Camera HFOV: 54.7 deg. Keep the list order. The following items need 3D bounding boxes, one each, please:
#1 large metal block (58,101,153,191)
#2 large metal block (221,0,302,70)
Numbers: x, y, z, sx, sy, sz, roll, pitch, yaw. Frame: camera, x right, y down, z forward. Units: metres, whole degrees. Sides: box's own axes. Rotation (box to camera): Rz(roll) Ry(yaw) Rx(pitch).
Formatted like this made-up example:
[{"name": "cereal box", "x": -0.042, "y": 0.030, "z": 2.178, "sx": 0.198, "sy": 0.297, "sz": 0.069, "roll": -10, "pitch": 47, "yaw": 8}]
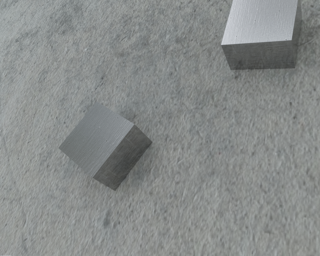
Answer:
[{"name": "large metal block", "x": -0.072, "y": 0.023, "z": 0.410, "sx": 0.080, "sy": 0.050, "sz": 0.080, "roll": 30, "pitch": 78, "yaw": 37}, {"name": "large metal block", "x": 0.131, "y": -0.122, "z": 0.394, "sx": 0.080, "sy": 0.050, "sz": 0.080, "roll": 4, "pitch": 64, "yaw": 30}]
